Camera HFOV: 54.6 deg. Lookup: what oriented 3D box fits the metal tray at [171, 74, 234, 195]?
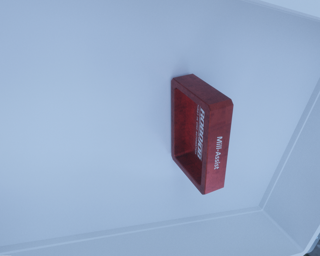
[{"bbox_3d":[0.048,0.008,0.393,0.030,0.090,0.129,-16,125,-21],"label":"metal tray"}]
